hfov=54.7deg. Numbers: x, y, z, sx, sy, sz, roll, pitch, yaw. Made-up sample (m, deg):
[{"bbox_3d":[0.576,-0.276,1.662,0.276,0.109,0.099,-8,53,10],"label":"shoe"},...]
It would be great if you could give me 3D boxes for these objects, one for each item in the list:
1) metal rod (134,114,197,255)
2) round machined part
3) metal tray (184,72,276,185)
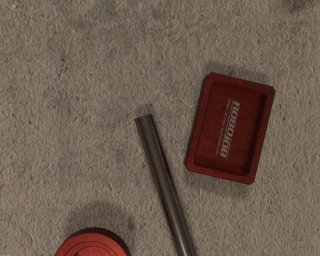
[{"bbox_3d":[0.023,0.127,0.410,0.025,0.025,0.298,-18,90,0],"label":"metal rod"},{"bbox_3d":[-0.085,0.177,0.401,0.099,0.042,0.097,0,90,-1],"label":"round machined part"},{"bbox_3d":[0.090,0.001,0.408,0.091,0.030,0.129,13,90,-1],"label":"metal tray"}]
